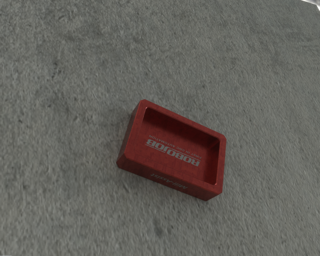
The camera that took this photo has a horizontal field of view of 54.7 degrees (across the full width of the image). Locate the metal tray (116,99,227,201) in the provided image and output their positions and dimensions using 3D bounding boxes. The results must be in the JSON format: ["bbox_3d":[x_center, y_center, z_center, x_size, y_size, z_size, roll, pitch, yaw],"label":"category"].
[{"bbox_3d":[0.020,0.028,0.395,0.131,0.030,0.090,24,53,-14],"label":"metal tray"}]
